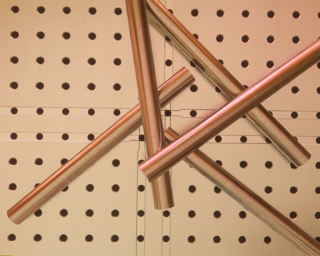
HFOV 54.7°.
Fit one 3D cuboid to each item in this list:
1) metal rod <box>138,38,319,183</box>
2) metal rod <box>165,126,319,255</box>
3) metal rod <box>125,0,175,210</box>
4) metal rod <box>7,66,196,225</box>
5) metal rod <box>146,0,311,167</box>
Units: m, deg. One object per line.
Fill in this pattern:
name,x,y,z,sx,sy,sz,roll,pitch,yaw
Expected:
metal rod,0.103,-0.030,0.385,0.301,0.025,0.025,-34,90,-12
metal rod,0.124,0.099,0.415,0.300,0.025,0.025,38,90,-1
metal rod,-0.015,-0.050,0.387,0.025,0.025,0.298,-8,88,0
metal rod,-0.077,0.023,0.412,0.300,0.025,0.025,-39,91,-1
metal rod,0.087,-0.063,0.414,0.025,0.025,0.300,-45,91,0
